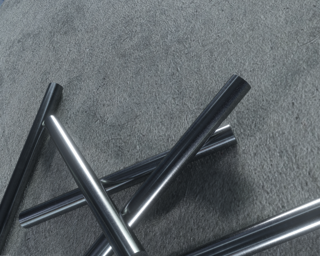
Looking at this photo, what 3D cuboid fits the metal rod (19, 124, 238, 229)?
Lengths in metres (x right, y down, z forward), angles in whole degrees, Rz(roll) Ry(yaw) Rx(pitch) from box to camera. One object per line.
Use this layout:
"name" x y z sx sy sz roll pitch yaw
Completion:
"metal rod" -0.050 0.066 0.389 0.300 0.025 0.025 -24 53 13

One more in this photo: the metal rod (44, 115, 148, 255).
"metal rod" -0.098 0.056 0.391 0.025 0.025 0.300 -46 42 -4

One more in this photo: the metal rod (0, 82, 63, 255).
"metal rod" -0.208 0.059 0.477 0.025 0.025 0.300 -3 60 26

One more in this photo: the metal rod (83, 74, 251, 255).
"metal rod" -0.005 0.064 0.344 0.300 0.025 0.025 -50 51 1

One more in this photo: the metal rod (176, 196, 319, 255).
"metal rod" 0.030 0.134 0.305 0.300 0.025 0.025 -27 53 11
